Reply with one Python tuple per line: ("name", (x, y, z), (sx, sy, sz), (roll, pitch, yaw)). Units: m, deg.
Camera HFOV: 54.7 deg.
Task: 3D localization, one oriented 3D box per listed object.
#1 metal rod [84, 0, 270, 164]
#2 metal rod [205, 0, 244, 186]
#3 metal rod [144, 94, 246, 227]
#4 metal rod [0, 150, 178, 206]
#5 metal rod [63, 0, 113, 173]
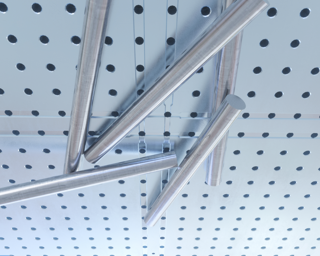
("metal rod", (-0.004, -0.039, 0.359), (0.025, 0.025, 0.299), (31, 129, -24))
("metal rod", (0.078, -0.032, 0.385), (0.025, 0.025, 0.298), (-2, 130, 1))
("metal rod", (0.034, 0.067, 0.450), (0.025, 0.025, 0.298), (15, 134, -13))
("metal rod", (-0.124, 0.076, 0.440), (0.302, 0.025, 0.025), (-12, 130, -4))
("metal rod", (-0.096, -0.029, 0.385), (0.025, 0.025, 0.298), (12, 129, -11))
